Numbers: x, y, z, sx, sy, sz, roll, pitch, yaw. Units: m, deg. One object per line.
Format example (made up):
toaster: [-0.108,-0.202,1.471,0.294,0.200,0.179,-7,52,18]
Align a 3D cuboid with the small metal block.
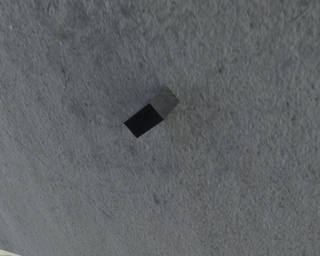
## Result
small metal block: [-0.010,-0.020,0.382,0.050,0.050,0.025,-34,99,38]
